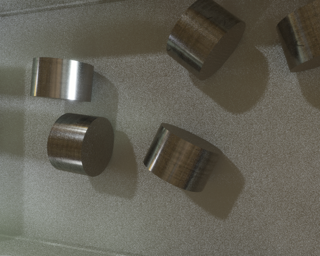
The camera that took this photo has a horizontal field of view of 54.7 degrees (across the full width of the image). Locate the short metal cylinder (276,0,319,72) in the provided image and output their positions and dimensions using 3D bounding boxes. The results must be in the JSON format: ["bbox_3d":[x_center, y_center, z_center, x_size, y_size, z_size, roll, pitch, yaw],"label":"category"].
[{"bbox_3d":[0.169,-0.096,0.321,0.080,0.080,0.050,-17,84,19],"label":"short metal cylinder"}]

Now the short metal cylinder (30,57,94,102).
[{"bbox_3d":[-0.135,-0.065,0.429,0.080,0.080,0.050,6,92,20],"label":"short metal cylinder"}]

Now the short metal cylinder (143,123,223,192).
[{"bbox_3d":[0.027,0.034,0.372,0.080,0.080,0.050,28,99,18],"label":"short metal cylinder"}]

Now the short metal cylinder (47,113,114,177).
[{"bbox_3d":[-0.104,0.022,0.418,0.050,0.080,0.079,8,93,20],"label":"short metal cylinder"}]

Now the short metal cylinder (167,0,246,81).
[{"bbox_3d":[0.054,-0.103,0.362,0.050,0.080,0.080,42,103,15],"label":"short metal cylinder"}]
